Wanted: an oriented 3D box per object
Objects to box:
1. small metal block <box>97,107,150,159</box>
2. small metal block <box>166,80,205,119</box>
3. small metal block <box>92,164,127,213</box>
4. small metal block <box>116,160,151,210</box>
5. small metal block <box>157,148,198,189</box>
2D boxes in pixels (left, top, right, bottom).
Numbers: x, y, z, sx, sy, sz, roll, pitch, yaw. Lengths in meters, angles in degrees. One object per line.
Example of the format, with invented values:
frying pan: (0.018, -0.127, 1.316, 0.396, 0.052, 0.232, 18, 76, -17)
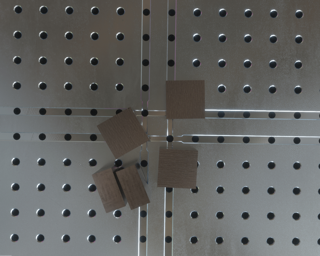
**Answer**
small metal block: (-0.048, 0.006, 0.413, 0.050, 0.025, 0.050, -30, 90, 0)
small metal block: (0.033, -0.037, 0.414, 0.050, 0.025, 0.050, -1, 90, 0)
small metal block: (-0.062, 0.076, 0.401, 0.025, 0.050, 0.050, -21, 90, 0)
small metal block: (-0.033, 0.072, 0.401, 0.025, 0.050, 0.050, -22, 90, 0)
small metal block: (0.023, 0.053, 0.414, 0.050, 0.025, 0.050, 3, 90, 0)
